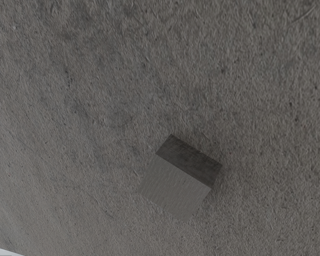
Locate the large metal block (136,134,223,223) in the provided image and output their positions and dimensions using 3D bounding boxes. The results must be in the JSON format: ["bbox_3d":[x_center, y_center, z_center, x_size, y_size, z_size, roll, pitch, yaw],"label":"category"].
[{"bbox_3d":[0.025,0.069,0.420,0.080,0.050,0.080,31,129,8],"label":"large metal block"}]
